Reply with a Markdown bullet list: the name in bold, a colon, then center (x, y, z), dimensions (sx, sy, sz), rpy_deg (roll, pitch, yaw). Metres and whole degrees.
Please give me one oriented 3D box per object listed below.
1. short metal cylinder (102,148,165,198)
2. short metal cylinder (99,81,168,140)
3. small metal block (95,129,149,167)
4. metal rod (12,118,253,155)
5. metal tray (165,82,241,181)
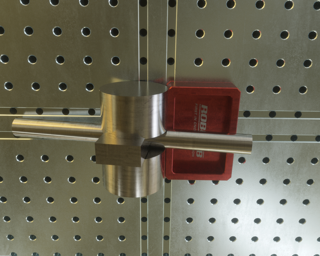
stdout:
- **short metal cylinder**: center (-0.034, 0.046, 0.400), dimensions (0.081, 0.080, 0.050), rpy_deg (1, 110, -1)
- **short metal cylinder**: center (-0.031, -0.024, 0.373), dimensions (0.081, 0.080, 0.050), rpy_deg (1, 110, -1)
- **small metal block**: center (-0.042, 0.021, 0.356), dimensions (0.050, 0.050, 0.025), rpy_deg (4, 110, 7)
- **metal rod**: center (-0.040, 0.009, 0.391), dimensions (0.302, 0.025, 0.025), rpy_deg (4, 110, 7)
- **metal tray**: center (0.053, 0.006, 0.413), dimensions (0.091, 0.030, 0.129), rpy_deg (1, 110, -1)
